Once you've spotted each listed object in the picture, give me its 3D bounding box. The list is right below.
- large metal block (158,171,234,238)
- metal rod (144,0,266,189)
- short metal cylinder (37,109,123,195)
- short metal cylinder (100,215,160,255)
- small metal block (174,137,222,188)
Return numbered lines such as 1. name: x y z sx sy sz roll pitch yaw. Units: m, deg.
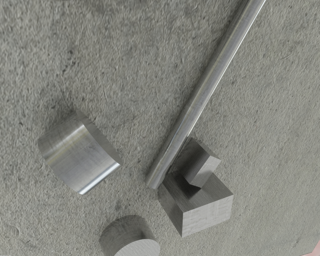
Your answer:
1. large metal block: 0.050 0.104 0.463 0.081 0.080 0.050 -14 124 -21
2. metal rod: 0.056 -0.045 0.409 0.025 0.025 0.298 17 110 -35
3. short metal cylinder: -0.086 0.026 0.340 0.050 0.080 0.080 -39 129 -2
4. short metal cylinder: -0.047 0.182 0.478 0.081 0.050 0.079 -14 124 -21
5. small metal block: 0.053 0.050 0.451 0.025 0.050 0.050 24 105 -37
